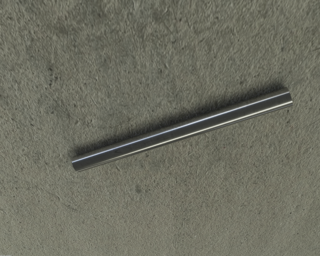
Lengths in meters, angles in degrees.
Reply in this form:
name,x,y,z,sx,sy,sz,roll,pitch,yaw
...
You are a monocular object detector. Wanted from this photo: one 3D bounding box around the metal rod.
name,x,y,z,sx,sy,sz,roll,pitch,yaw
metal rod,0.018,0.007,0.412,0.300,0.025,0.025,-18,128,14
